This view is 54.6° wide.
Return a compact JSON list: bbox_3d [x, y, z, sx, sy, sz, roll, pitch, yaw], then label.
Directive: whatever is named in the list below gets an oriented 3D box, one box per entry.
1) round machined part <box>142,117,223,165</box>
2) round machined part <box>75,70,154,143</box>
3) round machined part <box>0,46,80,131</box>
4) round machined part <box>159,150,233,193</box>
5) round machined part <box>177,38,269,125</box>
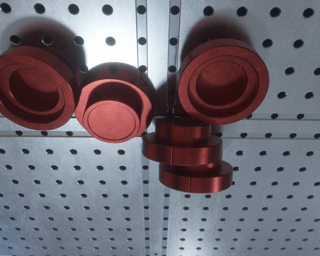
[{"bbox_3d":[0.028,0.012,0.383,0.099,0.098,0.042,2,100,-1],"label":"round machined part"},{"bbox_3d":[-0.057,-0.019,0.384,0.099,0.042,0.097,0,130,0],"label":"round machined part"},{"bbox_3d":[-0.140,-0.048,0.354,0.098,0.042,0.097,3,128,4],"label":"round machined part"},{"bbox_3d":[0.048,0.049,0.415,0.099,0.098,0.042,1,101,-1],"label":"round machined part"},{"bbox_3d":[0.068,-0.054,0.351,0.099,0.042,0.097,-1,126,-1],"label":"round machined part"}]
